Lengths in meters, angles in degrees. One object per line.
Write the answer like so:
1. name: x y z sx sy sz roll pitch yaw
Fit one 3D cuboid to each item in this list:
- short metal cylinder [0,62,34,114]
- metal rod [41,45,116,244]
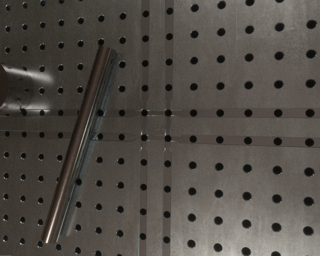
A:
1. short metal cylinder: -0.248 -0.062 0.485 0.080 0.050 0.079 0 90 19
2. metal rod: -0.121 0.028 0.453 0.025 0.025 0.298 21 97 18
